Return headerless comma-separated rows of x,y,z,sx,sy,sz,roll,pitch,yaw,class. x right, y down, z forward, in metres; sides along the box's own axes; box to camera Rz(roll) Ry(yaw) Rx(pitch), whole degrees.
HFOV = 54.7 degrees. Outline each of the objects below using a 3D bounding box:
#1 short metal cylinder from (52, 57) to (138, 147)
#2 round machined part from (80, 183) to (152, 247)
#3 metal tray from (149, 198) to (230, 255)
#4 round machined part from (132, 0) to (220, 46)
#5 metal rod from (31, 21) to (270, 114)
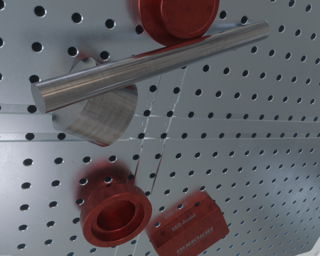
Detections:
-0.068,-0.026,0.322,0.050,0.080,0.080,26,104,-37,short metal cylinder
-0.064,0.117,0.438,0.099,0.042,0.097,-14,124,-21,round machined part
0.056,0.193,0.559,0.131,0.030,0.090,-32,129,-8,metal tray
0.024,-0.134,0.330,0.099,0.042,0.097,-14,124,-21,round machined part
0.020,-0.075,0.322,0.302,0.025,0.025,-25,130,-34,metal rod
